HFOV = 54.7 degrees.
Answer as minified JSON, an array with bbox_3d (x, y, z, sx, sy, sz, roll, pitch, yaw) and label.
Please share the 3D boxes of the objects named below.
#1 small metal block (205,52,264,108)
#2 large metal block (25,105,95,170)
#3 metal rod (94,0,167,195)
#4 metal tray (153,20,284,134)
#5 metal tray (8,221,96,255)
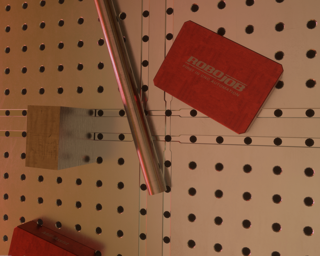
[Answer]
[{"bbox_3d":[0.092,-0.057,0.380,0.050,0.025,0.050,38,102,15],"label":"small metal block"},{"bbox_3d":[-0.135,0.011,0.430,0.050,0.080,0.079,3,91,20],"label":"large metal block"},{"bbox_3d":[-0.044,-0.057,0.427,0.025,0.025,0.298,-18,84,19],"label":"metal rod"},{"bbox_3d":[0.068,-0.062,0.378,0.130,0.030,0.090,32,100,17],"label":"metal tray"},{"bbox_3d":[-0.168,0.208,0.468,0.130,0.030,0.089,17,95,18],"label":"metal tray"}]
